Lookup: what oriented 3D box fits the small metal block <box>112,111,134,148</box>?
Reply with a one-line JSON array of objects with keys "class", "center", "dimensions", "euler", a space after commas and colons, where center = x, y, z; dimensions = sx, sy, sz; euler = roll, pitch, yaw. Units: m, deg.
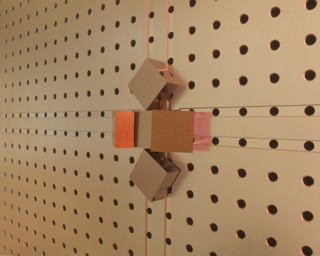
[{"class": "small metal block", "center": [-0.053, 0.001, 0.438], "dimensions": [0.050, 0.025, 0.050], "euler": [-170, 81, -76]}]

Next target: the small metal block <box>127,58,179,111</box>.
[{"class": "small metal block", "center": [-0.010, -0.058, 0.419], "dimensions": [0.050, 0.025, 0.050], "euler": [-51, 59, 27]}]

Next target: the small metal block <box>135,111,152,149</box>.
[{"class": "small metal block", "center": [-0.010, 0.002, 0.418], "dimensions": [0.050, 0.025, 0.050], "euler": [2, 90, 40]}]

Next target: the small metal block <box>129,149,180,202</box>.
[{"class": "small metal block", "center": [-0.009, 0.062, 0.417], "dimensions": [0.050, 0.025, 0.050], "euler": [42, 116, 33]}]

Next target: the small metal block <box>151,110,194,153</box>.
[{"class": "small metal block", "center": [0.015, 0.004, 0.380], "dimensions": [0.050, 0.025, 0.050], "euler": [2, 92, -1]}]
